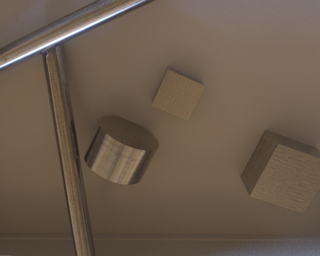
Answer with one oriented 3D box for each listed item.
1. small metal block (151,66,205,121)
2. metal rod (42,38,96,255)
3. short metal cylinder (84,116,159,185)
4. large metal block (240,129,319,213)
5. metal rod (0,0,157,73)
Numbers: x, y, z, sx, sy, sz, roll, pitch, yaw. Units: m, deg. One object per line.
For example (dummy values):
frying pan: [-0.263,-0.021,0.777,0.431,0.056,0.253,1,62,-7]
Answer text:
small metal block: [0.022,-0.044,0.395,0.050,0.025,0.050,23,108,-9]
metal rod: [-0.112,0.041,0.387,0.025,0.025,0.298,-7,96,2]
short metal cylinder: [-0.048,0.027,0.391,0.080,0.080,0.050,23,108,-9]
large metal block: [0.169,0.059,0.422,0.080,0.050,0.079,19,109,-8]
metal rod: [-0.145,-0.093,0.350,0.301,0.025,0.025,-19,110,15]
